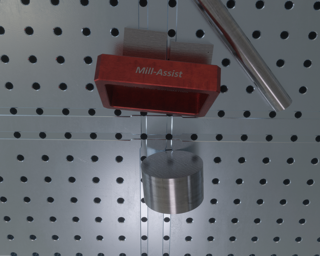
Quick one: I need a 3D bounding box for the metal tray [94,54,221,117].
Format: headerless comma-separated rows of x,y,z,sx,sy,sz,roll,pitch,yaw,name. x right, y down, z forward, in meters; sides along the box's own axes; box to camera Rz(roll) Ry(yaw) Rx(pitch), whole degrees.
-0.004,-0.045,0.361,0.131,0.090,0.030,5,74,-2,metal tray

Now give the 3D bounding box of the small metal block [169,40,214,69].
0.036,-0.081,0.384,0.050,0.025,0.050,4,110,-2,small metal block

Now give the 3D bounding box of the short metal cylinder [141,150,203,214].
0.017,0.069,0.409,0.080,0.080,0.050,-3,110,1,short metal cylinder

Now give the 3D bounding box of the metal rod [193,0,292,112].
0.064,-0.137,0.363,0.025,0.025,0.300,-38,106,13,metal rod

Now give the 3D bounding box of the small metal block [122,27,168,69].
-0.019,-0.095,0.378,0.050,0.025,0.050,6,110,-3,small metal block
